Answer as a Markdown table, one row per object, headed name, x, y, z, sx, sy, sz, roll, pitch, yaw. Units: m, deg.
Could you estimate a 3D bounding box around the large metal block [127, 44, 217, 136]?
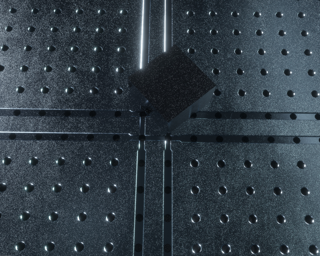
| name | x | y | z | sx | sy | sz | roll | pitch | yaw |
| --- | --- | --- | --- | --- | --- | --- | --- | --- | --- |
| large metal block | 0.015 | -0.051 | 0.417 | 0.080 | 0.050 | 0.080 | -38 | 75 | -13 |
